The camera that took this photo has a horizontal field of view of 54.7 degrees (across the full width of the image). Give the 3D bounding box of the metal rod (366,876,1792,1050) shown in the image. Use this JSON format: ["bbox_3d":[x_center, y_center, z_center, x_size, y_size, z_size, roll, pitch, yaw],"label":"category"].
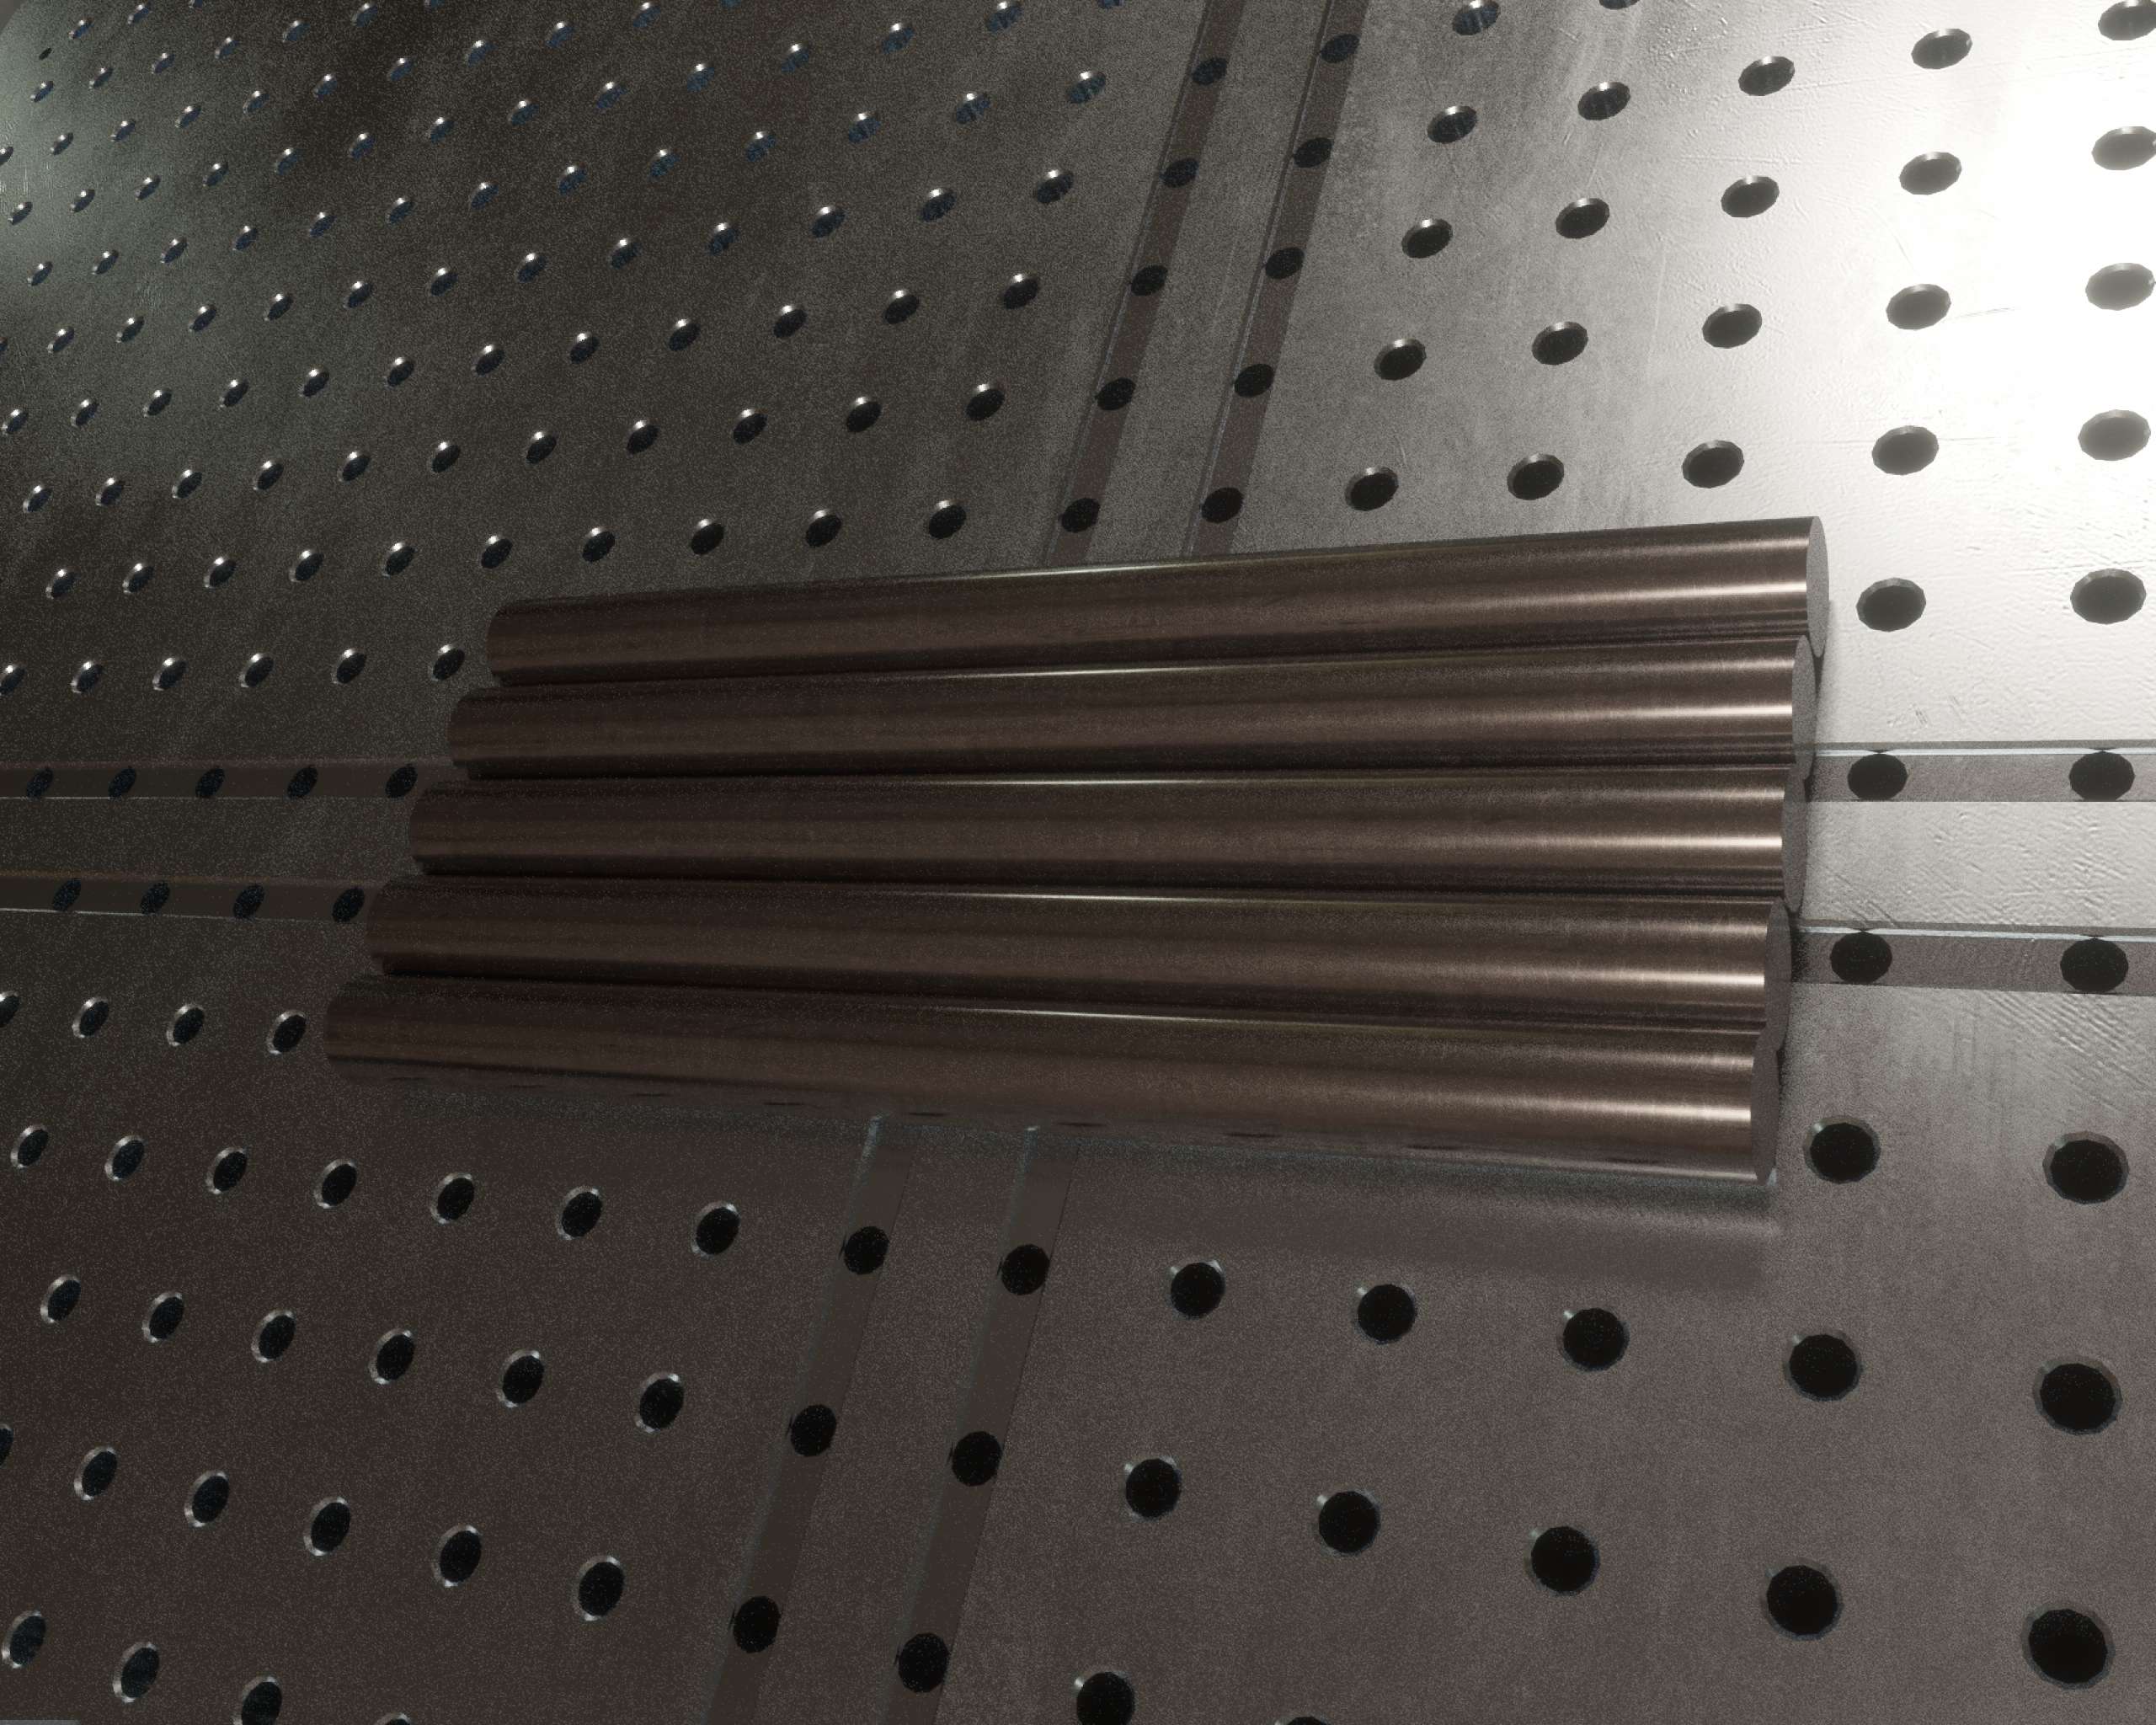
[{"bbox_3d":[-0.020,0.017,0.407,0.300,0.025,0.025,1,62,28],"label":"metal rod"}]

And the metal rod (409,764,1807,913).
[{"bbox_3d":[-0.014,-0.005,0.417,0.300,0.025,0.025,1,62,28],"label":"metal rod"}]

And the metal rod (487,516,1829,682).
[{"bbox_3d":[-0.002,-0.050,0.439,0.300,0.025,0.025,1,62,28],"label":"metal rod"}]

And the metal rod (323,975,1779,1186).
[{"bbox_3d":[-0.025,0.038,0.397,0.300,0.025,0.025,0,62,27],"label":"metal rod"}]

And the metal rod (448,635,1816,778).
[{"bbox_3d":[-0.008,-0.028,0.428,0.300,0.025,0.025,1,62,28],"label":"metal rod"}]
